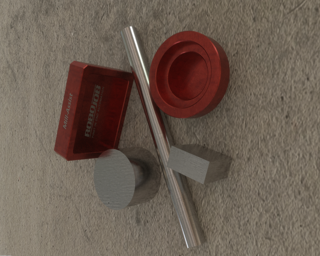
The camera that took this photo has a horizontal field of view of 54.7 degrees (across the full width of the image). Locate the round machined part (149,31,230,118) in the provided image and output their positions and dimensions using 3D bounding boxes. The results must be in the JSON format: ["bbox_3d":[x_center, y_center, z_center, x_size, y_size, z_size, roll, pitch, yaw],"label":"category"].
[{"bbox_3d":[0.037,-0.060,0.363,0.098,0.042,0.097,0,90,39],"label":"round machined part"}]

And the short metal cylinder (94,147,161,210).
[{"bbox_3d":[-0.045,0.067,0.425,0.080,0.050,0.079,0,90,39],"label":"short metal cylinder"}]

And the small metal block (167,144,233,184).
[{"bbox_3d":[0.045,0.038,0.348,0.050,0.050,0.025,21,104,37],"label":"small metal block"}]

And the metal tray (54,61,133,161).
[{"bbox_3d":[-0.091,-0.022,0.437,0.030,0.091,0.129,23,105,37],"label":"metal tray"}]

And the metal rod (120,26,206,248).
[{"bbox_3d":[-0.001,0.001,0.406,0.025,0.025,0.299,-28,73,36],"label":"metal rod"}]
